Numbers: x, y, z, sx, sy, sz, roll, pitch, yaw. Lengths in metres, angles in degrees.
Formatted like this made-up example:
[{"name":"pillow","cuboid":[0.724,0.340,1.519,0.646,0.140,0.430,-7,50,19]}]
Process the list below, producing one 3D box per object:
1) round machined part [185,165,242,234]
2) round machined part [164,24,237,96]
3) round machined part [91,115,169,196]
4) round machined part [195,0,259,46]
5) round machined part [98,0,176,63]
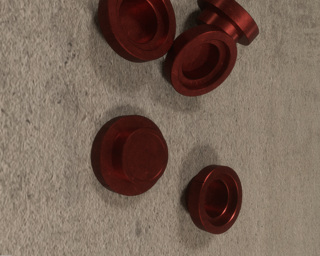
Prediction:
[{"name":"round machined part","cuboid":[0.076,0.103,0.460,0.099,0.042,0.097,0,90,-40]},{"name":"round machined part","cuboid":[0.050,-0.094,0.416,0.099,0.042,0.097,-17,138,-16]},{"name":"round machined part","cuboid":[-0.029,0.033,0.372,0.099,0.042,0.097,0,90,-40]},{"name":"round machined part","cuboid":[0.090,-0.150,0.445,0.098,0.098,0.042,34,101,-35]},{"name":"round machined part","cuboid":[-0.031,-0.127,0.369,0.099,0.042,0.097,0,90,-40]}]
